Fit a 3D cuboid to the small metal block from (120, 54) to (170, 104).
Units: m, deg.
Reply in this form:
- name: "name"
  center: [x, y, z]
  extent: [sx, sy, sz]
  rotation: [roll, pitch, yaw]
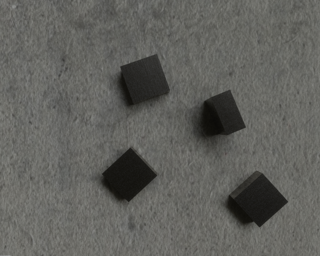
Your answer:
- name: "small metal block"
  center: [-0.019, -0.064, 0.410]
  extent: [0.050, 0.025, 0.050]
  rotation: [-20, 90, -1]

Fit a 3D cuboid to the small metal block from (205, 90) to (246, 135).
- name: "small metal block"
  center: [0.083, -0.019, 0.399]
  extent: [0.025, 0.050, 0.050]
  rotation: [-23, 90, 0]

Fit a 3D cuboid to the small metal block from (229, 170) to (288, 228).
- name: "small metal block"
  center: [0.130, 0.093, 0.412]
  extent: [0.050, 0.025, 0.050]
  rotation: [-42, 91, 0]

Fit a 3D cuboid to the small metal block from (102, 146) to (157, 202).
- name: "small metal block"
  center: [-0.039, 0.060, 0.410]
  extent: [0.050, 0.025, 0.050]
  rotation: [-43, 91, 0]
